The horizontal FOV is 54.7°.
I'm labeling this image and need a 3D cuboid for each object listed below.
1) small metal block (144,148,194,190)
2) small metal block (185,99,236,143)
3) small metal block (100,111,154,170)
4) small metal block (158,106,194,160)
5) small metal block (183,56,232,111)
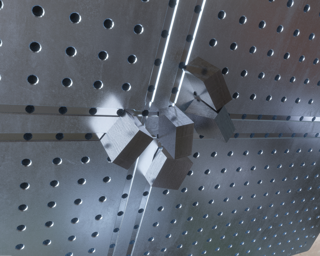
[{"bbox_3d":[0.013,0.062,0.459,0.050,0.025,0.050,16,110,-35],"label":"small metal block"},{"bbox_3d":[0.069,-0.010,0.425,0.025,0.050,0.050,-52,133,-19],"label":"small metal block"},{"bbox_3d":[-0.042,0.014,0.382,0.025,0.050,0.050,35,99,-39],"label":"small metal block"},{"bbox_3d":[0.020,0.005,0.411,0.025,0.050,0.050,-13,124,-22],"label":"small metal block"},{"bbox_3d":[0.060,-0.057,0.395,0.025,0.050,0.050,-37,130,-4],"label":"small metal block"}]
